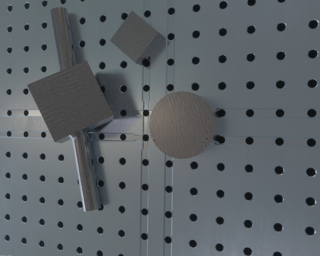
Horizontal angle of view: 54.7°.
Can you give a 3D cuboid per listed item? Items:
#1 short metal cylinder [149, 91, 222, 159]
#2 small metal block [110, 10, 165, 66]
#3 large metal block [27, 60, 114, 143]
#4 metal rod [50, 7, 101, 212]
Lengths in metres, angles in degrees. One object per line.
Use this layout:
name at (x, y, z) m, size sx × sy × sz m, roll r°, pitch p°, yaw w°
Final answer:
short metal cylinder at (0.033, -0.004, 0.388) m, size 0.080 × 0.050 × 0.079 m, roll 0°, pitch 90°, yaw 20°
small metal block at (-0.031, -0.122, 0.423) m, size 0.050 × 0.025 × 0.050 m, roll 43°, pitch 103°, yaw 14°
large metal block at (-0.117, -0.033, 0.419) m, size 0.080 × 0.050 × 0.080 m, roll -26°, pitch 89°, yaw -10°
metal rod at (-0.124, -0.029, 0.456) m, size 0.025 × 0.025 × 0.298 m, roll -12°, pitch 86°, yaw 19°
